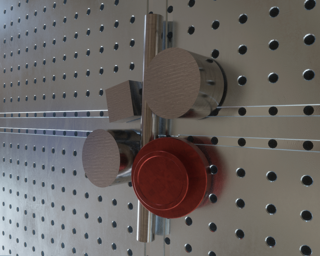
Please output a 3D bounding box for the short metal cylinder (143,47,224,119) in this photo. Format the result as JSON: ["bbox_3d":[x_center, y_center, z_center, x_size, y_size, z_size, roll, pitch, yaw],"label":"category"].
[{"bbox_3d":[0.027,-0.050,0.365,0.080,0.050,0.079,0,90,40],"label":"short metal cylinder"}]

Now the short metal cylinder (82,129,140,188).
[{"bbox_3d":[-0.066,0.041,0.442,0.080,0.050,0.079,0,90,40],"label":"short metal cylinder"}]

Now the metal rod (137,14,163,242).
[{"bbox_3d":[-0.014,0.001,0.415,0.025,0.025,0.298,4,92,40],"label":"metal rod"}]

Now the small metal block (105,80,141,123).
[{"bbox_3d":[-0.050,-0.037,0.445,0.050,0.025,0.050,-14,81,39],"label":"small metal block"}]

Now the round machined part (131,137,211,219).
[{"bbox_3d":[0.008,0.060,0.371,0.098,0.042,0.097,0,89,24],"label":"round machined part"}]
